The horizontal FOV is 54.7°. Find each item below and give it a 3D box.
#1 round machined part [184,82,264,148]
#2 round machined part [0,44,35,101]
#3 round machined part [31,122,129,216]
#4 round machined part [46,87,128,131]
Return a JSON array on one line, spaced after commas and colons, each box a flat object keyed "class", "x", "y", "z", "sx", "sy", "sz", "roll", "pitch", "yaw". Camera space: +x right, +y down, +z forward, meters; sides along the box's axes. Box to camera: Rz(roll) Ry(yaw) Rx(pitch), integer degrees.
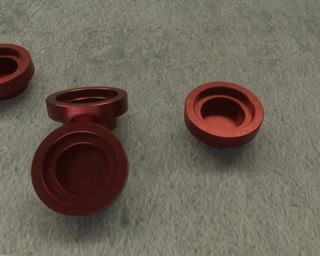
[{"class": "round machined part", "x": 0.080, "y": -0.013, "z": 0.404, "sx": 0.099, "sy": 0.042, "sz": 0.098, "roll": 0, "pitch": 50, "yaw": 0}, {"class": "round machined part", "x": -0.234, "y": -0.078, "z": 0.455, "sx": 0.099, "sy": 0.042, "sz": 0.098, "roll": 0, "pitch": 50, "yaw": 0}, {"class": "round machined part", "x": -0.083, "y": 0.046, "z": 0.338, "sx": 0.099, "sy": 0.042, "sz": 0.098, "roll": 0, "pitch": 74, "yaw": 0}, {"class": "round machined part", "x": -0.089, "y": -0.021, "z": 0.391, "sx": 0.099, "sy": 0.042, "sz": 0.098, "roll": -1, "pitch": 20, "yaw": 1}]
